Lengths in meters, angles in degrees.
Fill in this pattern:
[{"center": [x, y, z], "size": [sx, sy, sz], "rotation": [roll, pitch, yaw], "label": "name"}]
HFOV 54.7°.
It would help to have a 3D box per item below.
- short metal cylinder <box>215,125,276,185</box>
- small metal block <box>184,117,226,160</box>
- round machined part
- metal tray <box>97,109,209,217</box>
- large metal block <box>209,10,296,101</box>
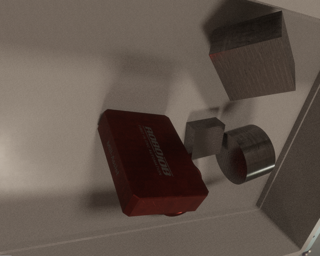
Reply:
[{"center": [0.127, 0.039, 0.469], "size": [0.050, 0.080, 0.079], "rotation": [-16, 125, -20], "label": "short metal cylinder"}, {"center": [0.064, 0.015, 0.455], "size": [0.050, 0.025, 0.050], "rotation": [-10, 123, -23], "label": "small metal block"}, {"center": [0.022, 0.095, 0.471], "size": [0.099, 0.042, 0.097], "rotation": [-14, 125, -21], "label": "round machined part"}, {"center": [-0.012, 0.035, 0.355], "size": [0.091, 0.130, 0.030], "rotation": [5, 130, -31], "label": "metal tray"}, {"center": [0.115, -0.084, 0.379], "size": [0.080, 0.050, 0.080], "rotation": [-8, 138, 30], "label": "large metal block"}]
